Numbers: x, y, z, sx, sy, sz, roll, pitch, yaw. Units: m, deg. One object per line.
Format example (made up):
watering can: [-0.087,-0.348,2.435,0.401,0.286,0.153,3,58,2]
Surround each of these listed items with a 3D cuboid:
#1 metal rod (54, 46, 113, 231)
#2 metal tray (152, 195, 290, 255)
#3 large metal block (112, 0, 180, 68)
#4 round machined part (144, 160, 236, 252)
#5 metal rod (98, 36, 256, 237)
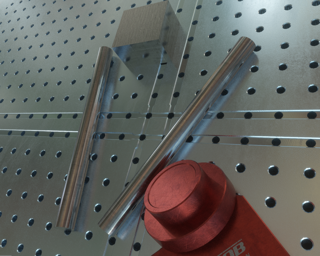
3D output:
metal rod: [-0.107,-0.003,0.464,0.025,0.025,0.299,-8,58,24]
metal tray: [0.053,0.137,0.292,0.130,0.030,0.090,-37,51,3]
large metal block: [-0.020,-0.147,0.492,0.080,0.050,0.080,-2,61,26]
round machined part: [0.023,0.071,0.316,0.098,0.042,0.098,-31,25,16]
metal rod: [0.027,0.003,0.390,0.025,0.025,0.300,30,78,37]
